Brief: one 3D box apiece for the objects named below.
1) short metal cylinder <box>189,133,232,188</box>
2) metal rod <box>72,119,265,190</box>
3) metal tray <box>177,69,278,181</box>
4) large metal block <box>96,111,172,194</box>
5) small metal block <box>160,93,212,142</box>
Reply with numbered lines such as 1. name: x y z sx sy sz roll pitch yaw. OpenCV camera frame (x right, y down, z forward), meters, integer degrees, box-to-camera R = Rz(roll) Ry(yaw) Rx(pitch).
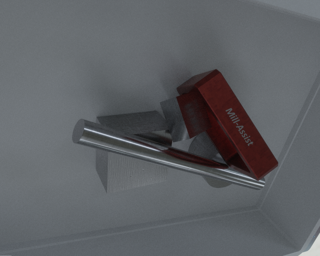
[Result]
1. short metal cylinder: 0.090 0.043 0.469 0.081 0.050 0.079 -14 125 -21
2. metal rod: 0.036 0.043 0.389 0.302 0.025 0.025 19 108 -36
3. metal tray: 0.077 -0.005 0.374 0.030 0.090 0.130 -36 100 -6
4. large metal block: -0.034 0.028 0.391 0.081 0.050 0.079 -8 122 -25
5. small metal block: 0.032 -0.015 0.373 0.050 0.025 0.050 -23 96 -48
